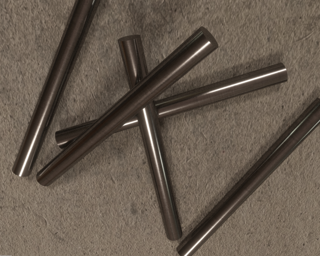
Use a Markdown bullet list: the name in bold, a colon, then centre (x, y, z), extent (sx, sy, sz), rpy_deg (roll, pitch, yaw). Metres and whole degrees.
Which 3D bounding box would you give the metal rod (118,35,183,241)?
- **metal rod**: centre (-0.006, 0.032, 0.400), extent (0.025, 0.025, 0.298), rpy_deg (-10, 118, 3)

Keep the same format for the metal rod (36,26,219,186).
- **metal rod**: centre (-0.058, -0.007, 0.360), extent (0.299, 0.025, 0.025), rpy_deg (-37, 107, 30)

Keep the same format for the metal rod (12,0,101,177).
- **metal rod**: centre (-0.125, -0.066, 0.383), extent (0.025, 0.025, 0.298), rpy_deg (25, 108, -9)

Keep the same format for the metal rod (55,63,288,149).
- **metal rod**: centre (0.010, -0.027, 0.400), extent (0.301, 0.025, 0.025), rpy_deg (-17, 110, 5)

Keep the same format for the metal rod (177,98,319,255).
- **metal rod**: centre (0.125, 0.081, 0.441), extent (0.025, 0.025, 0.299), rpy_deg (35, 106, -12)
